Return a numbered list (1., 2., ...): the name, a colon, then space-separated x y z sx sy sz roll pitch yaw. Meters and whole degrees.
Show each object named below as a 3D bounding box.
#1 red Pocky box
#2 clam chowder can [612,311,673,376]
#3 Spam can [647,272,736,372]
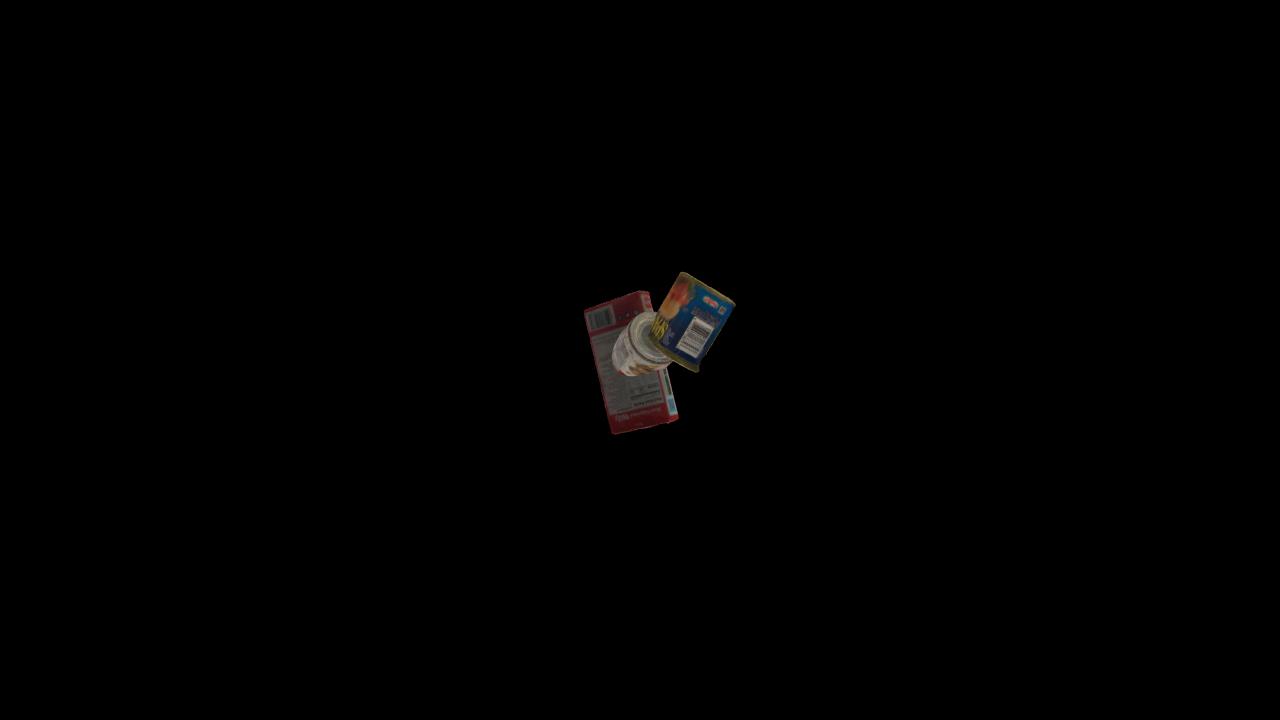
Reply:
1. red Pocky box: -0.011 0.004 0.722 0.083 0.155 0.028 -15 -5 28
2. clam chowder can: -0.001 -0.006 0.727 0.068 0.068 0.102 0 -25 -25
3. Spam can: 0.054 -0.045 0.678 0.058 0.085 0.101 28 10 -17
